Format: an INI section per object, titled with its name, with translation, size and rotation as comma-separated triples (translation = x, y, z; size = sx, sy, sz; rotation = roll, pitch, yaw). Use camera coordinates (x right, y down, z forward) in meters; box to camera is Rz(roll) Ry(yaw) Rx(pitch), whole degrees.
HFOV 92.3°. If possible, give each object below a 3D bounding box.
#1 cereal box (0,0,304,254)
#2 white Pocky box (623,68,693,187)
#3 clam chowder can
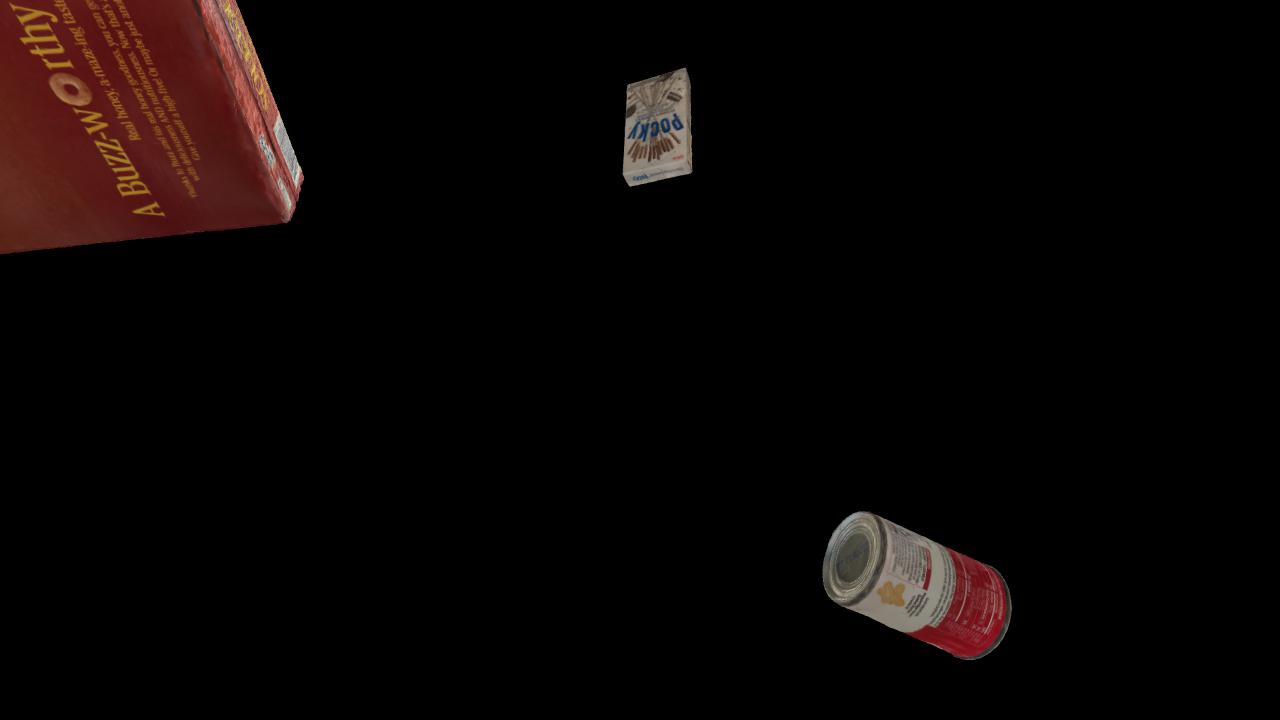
[cereal box]
translation = -0.375, -0.157, 0.319
size = 0.306, 0.203, 0.081
rotation = -9, 46, -11
[white Pocky box]
translation = 0.022, -0.291, 0.767
size = 0.084, 0.154, 0.028
rotation = -7, -26, 19
[clam chowder can]
translation = 0.188, 0.154, 0.425
size = 0.102, 0.068, 0.068
rotation = 26, -4, -8
